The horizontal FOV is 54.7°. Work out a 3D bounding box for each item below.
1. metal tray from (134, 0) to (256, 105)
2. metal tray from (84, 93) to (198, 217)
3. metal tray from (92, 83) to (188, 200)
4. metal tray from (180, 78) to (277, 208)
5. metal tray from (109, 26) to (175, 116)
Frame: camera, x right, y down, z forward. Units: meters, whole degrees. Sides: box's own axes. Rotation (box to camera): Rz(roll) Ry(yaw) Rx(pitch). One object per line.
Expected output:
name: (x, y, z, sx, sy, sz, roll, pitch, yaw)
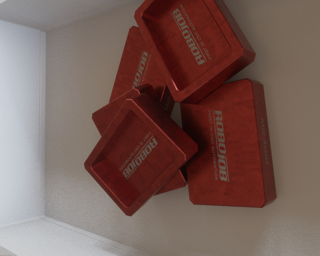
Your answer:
metal tray: (0.032, -0.102, 0.336, 0.090, 0.030, 0.130, -37, 68, 33)
metal tray: (-0.028, 0.035, 0.364, 0.090, 0.030, 0.129, 46, 126, 10)
metal tray: (-0.022, 0.021, 0.394, 0.090, 0.030, 0.130, -26, 93, 37)
metal tray: (0.072, 0.018, 0.343, 0.090, 0.030, 0.129, -9, 85, 39)
metal tray: (-0.018, -0.062, 0.417, 0.090, 0.030, 0.129, 29, 108, 36)
